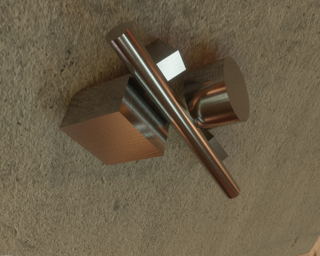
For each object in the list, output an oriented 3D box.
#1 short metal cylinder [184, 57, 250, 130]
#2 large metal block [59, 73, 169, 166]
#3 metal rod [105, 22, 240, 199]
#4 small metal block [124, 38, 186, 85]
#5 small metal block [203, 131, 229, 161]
[{"bbox_3d":[0.071,-0.041,0.380,0.050,0.080,0.080,-14,139,32],"label":"short metal cylinder"},{"bbox_3d":[-0.047,-0.005,0.342,0.080,0.050,0.080,-13,138,30],"label":"large metal block"},{"bbox_3d":[0.035,0.005,0.367,0.025,0.025,0.300,-40,130,-1],"label":"metal rod"},{"bbox_3d":[-0.008,-0.071,0.346,0.050,0.050,0.025,-34,129,-7],"label":"small metal block"},{"bbox_3d":[0.064,0.021,0.438,0.025,0.050,0.050,-42,130,0],"label":"small metal block"}]
